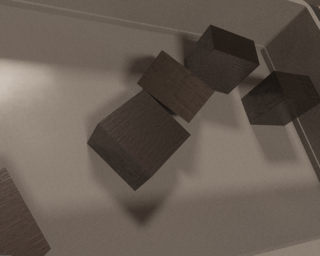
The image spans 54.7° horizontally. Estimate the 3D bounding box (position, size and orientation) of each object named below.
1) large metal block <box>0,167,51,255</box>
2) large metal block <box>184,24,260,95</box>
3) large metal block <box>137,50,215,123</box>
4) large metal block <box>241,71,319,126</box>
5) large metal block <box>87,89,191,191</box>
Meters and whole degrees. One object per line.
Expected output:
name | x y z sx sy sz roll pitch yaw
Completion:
large metal block | -0.150 0.091 0.253 0.081 0.050 0.080 -26 76 -37
large metal block | 0.094 -0.104 0.487 0.081 0.080 0.050 12 57 -22
large metal block | 0.022 -0.057 0.413 0.080 0.050 0.080 37 12 -4
large metal block | 0.196 -0.045 0.506 0.081 0.080 0.050 2 61 -28
large metal block | -0.024 0.013 0.370 0.080 0.050 0.080 45 51 2
